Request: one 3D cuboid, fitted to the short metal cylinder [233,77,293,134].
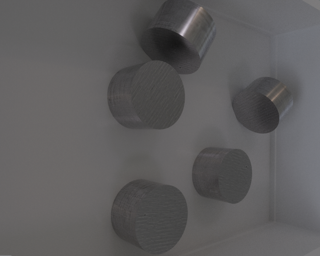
[{"bbox_3d":[0.170,-0.038,0.513,0.050,0.080,0.080,-39,114,-33],"label":"short metal cylinder"}]

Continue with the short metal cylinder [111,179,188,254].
[{"bbox_3d":[-0.012,0.106,0.380,0.081,0.050,0.080,0,90,-40],"label":"short metal cylinder"}]

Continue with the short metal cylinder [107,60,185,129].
[{"bbox_3d":[-0.016,-0.038,0.377,0.081,0.050,0.080,0,90,-40],"label":"short metal cylinder"}]

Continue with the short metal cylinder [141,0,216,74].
[{"bbox_3d":[0.024,-0.113,0.390,0.080,0.080,0.050,42,65,-32],"label":"short metal cylinder"}]

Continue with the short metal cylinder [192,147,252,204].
[{"bbox_3d":[0.095,0.070,0.470,0.081,0.050,0.080,0,90,-40],"label":"short metal cylinder"}]
